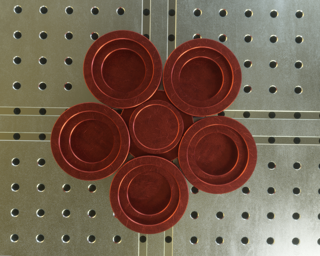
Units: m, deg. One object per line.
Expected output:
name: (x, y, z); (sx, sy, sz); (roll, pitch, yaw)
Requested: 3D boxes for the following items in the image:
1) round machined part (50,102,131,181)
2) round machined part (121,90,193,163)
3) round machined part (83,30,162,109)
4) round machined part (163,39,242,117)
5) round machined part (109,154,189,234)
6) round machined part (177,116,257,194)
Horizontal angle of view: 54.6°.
round machined part: (-0.086, 0.016, 0.404); (0.099, 0.042, 0.097); (0, 90, 0)
round machined part: (-0.005, -0.001, 0.404); (0.099, 0.042, 0.097); (0, 90, 0)
round machined part: (-0.046, -0.073, 0.404); (0.099, 0.042, 0.097); (0, 90, 0)
round machined part: (0.053, -0.063, 0.405); (0.099, 0.042, 0.097); (0, 90, 0)
round machined part: (-0.013, 0.083, 0.404); (0.099, 0.042, 0.097); (0, 90, 0)
round machined part: (0.072, 0.033, 0.405); (0.099, 0.042, 0.097); (0, 90, 0)
